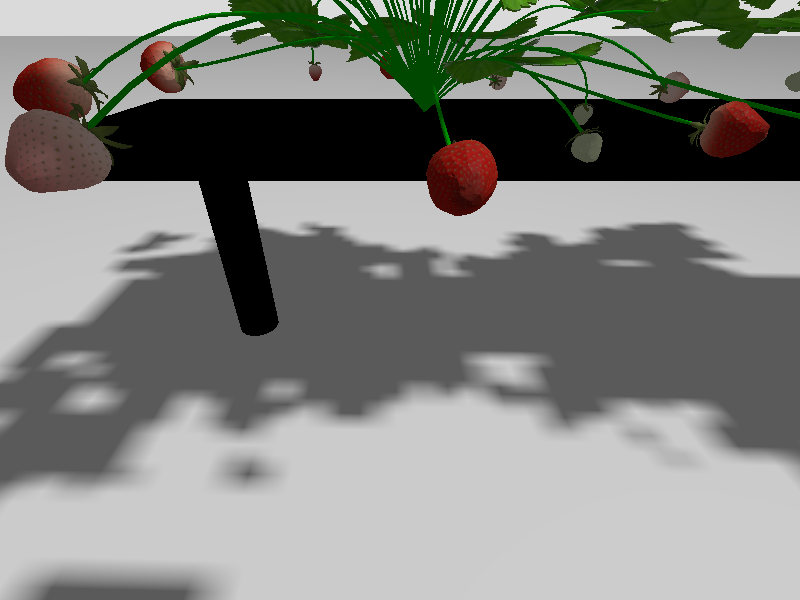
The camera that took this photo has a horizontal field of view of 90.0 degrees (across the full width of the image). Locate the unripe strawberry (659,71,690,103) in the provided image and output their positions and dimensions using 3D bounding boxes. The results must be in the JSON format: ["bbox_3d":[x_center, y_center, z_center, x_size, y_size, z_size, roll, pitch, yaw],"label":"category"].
[{"bbox_3d":[0.241,-0.185,0.349,0.025,0.024,0.023,-5,35,-10],"label":"unripe strawberry"}]

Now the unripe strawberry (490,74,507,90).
[{"bbox_3d":[0.105,-0.232,0.422,0.018,0.019,0.019,21,39,27],"label":"unripe strawberry"}]

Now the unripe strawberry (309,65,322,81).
[{"bbox_3d":[-0.101,-0.272,0.479,0.016,0.017,0.018,-19,39,-25],"label":"unripe strawberry"}]

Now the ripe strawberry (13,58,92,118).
[{"bbox_3d":[-0.232,-0.139,0.268,0.043,0.037,0.043,-15,36,-3],"label":"ripe strawberry"}]

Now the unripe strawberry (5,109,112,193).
[{"bbox_3d":[-0.134,-0.055,0.154,0.034,0.031,0.031,24,-26,31],"label":"unripe strawberry"}]

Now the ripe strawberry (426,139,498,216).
[{"bbox_3d":[0.022,-0.041,0.140,0.025,0.026,0.027,0,35,-1],"label":"ripe strawberry"}]

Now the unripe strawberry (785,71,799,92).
[{"bbox_3d":[0.401,-0.220,0.401,0.022,0.019,0.022,-21,39,-27],"label":"unripe strawberry"}]

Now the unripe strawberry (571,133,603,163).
[{"bbox_3d":[0.092,-0.075,0.198,0.015,0.014,0.014,-16,-6,-22],"label":"unripe strawberry"}]

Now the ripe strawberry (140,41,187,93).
[{"bbox_3d":[-0.232,-0.227,0.391,0.042,0.044,0.039,12,37,18],"label":"ripe strawberry"}]

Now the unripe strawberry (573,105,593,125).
[{"bbox_3d":[0.115,-0.116,0.252,0.011,0.011,0.011,25,42,31],"label":"unripe strawberry"}]

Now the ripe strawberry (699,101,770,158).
[{"bbox_3d":[0.173,-0.088,0.207,0.027,0.027,0.025,26,42,32],"label":"ripe strawberry"}]

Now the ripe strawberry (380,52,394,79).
[{"bbox_3d":[-0.013,-0.294,0.504,0.028,0.029,0.030,-5,26,-7],"label":"ripe strawberry"}]
